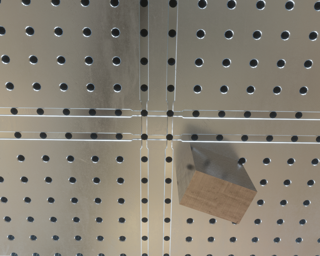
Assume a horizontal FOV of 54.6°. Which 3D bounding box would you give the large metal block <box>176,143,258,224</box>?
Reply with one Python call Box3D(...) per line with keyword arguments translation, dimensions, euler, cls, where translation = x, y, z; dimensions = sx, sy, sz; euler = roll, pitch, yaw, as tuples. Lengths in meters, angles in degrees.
Box3D(translation=(0.070, 0.071, 0.410), dimensions=(0.080, 0.080, 0.050), euler=(20, 109, -7), cls="large metal block")
